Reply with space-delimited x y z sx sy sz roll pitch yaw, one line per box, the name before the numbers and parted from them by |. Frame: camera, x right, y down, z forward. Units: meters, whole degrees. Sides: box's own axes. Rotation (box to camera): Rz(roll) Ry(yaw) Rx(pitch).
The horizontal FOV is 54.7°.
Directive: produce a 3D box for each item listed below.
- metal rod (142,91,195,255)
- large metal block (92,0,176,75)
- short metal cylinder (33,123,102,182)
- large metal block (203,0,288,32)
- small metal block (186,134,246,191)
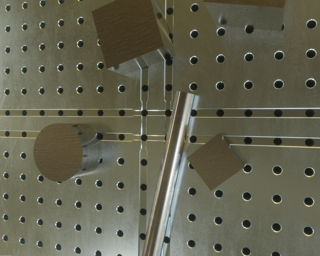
metal rod | 0.003 0.100 0.410 0.025 0.025 0.298 13 94 19
large metal block | -0.034 -0.125 0.410 0.080 0.050 0.080 -17 85 19
short metal cylinder | -0.131 0.033 0.444 0.080 0.050 0.079 0 90 19
large metal block | 0.101 -0.149 0.348 0.080 0.080 0.050 12 94 19
small metal block | 0.070 0.042 0.387 0.050 0.025 0.050 -39 78 15
